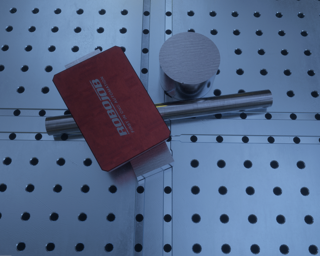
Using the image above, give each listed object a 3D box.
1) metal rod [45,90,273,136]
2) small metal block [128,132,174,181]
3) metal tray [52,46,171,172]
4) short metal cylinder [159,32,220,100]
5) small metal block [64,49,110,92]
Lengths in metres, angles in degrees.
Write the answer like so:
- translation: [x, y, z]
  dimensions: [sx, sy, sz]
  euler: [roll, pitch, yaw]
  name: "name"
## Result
- translation: [0.001, -0.022, 0.420]
  dimensions: [0.302, 0.025, 0.025]
  euler: [-7, 70, -3]
  name: "metal rod"
- translation: [-0.015, 0.033, 0.398]
  dimensions: [0.050, 0.025, 0.050]
  euler: [-22, 72, -8]
  name: "small metal block"
- translation: [-0.058, -0.023, 0.376]
  dimensions: [0.090, 0.030, 0.130]
  euler: [-29, 84, -10]
  name: "metal tray"
- translation: [0.039, -0.084, 0.429]
  dimensions: [0.081, 0.050, 0.080]
  euler: [0, 70, 0]
  name: "short metal cylinder"
- translation: [-0.096, -0.074, 0.424]
  dimensions: [0.050, 0.050, 0.025]
  euler: [-30, 73, -11]
  name: "small metal block"
